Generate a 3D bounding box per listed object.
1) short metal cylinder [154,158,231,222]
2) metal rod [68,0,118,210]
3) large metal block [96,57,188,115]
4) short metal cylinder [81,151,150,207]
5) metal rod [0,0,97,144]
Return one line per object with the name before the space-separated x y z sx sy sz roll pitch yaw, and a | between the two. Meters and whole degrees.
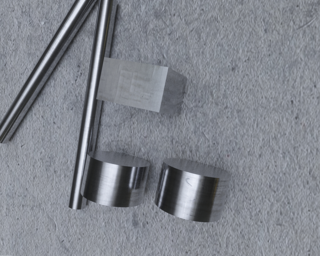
short metal cylinder | 0.038 0.071 0.366 0.080 0.080 0.050 14 95 19
metal rod | -0.096 -0.032 0.442 0.025 0.025 0.298 11 94 19
large metal block | -0.019 -0.050 0.386 0.080 0.080 0.050 13 95 19
short metal cylinder | -0.057 0.063 0.400 0.080 0.080 0.050 13 95 19
metal rod | -0.170 -0.099 0.468 0.025 0.025 0.299 40 102 15
